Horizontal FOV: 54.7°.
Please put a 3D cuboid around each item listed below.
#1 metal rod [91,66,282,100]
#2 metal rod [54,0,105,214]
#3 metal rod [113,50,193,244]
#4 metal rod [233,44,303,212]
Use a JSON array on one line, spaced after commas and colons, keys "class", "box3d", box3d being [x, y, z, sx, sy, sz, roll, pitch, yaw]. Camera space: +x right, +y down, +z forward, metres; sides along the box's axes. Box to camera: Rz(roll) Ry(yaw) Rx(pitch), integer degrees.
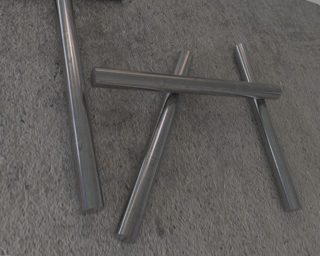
[{"class": "metal rod", "box3d": [0.055, -0.059, 0.435, 0.303, 0.025, 0.025, 0, 62, -28]}, {"class": "metal rod", "box3d": [-0.103, -0.048, 0.377, 0.025, 0.025, 0.299, 0, 62, -28]}, {"class": "metal rod", "box3d": [0.002, -0.001, 0.405, 0.025, 0.025, 0.300, 27, 52, -11]}, {"class": "metal rod", "box3d": [0.168, -0.016, 0.503, 0.025, 0.025, 0.299, 6, 59, -26]}]
